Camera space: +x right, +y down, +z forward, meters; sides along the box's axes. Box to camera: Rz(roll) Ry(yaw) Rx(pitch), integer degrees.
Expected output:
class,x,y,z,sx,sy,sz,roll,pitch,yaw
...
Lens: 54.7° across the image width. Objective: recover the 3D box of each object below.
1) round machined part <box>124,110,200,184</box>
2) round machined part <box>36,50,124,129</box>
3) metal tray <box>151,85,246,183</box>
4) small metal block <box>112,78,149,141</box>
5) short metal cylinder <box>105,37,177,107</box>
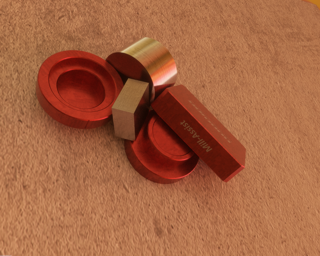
class,x,y,z,sx,sy,sz,roll,pitch,yaw
round machined part,0.008,0.017,0.390,0.099,0.042,0.098,14,56,-21
round machined part,-0.095,-0.041,0.369,0.099,0.042,0.098,14,56,-21
metal tray,0.055,0.001,0.404,0.130,0.030,0.090,46,19,3
small metal block,-0.033,-0.021,0.363,0.025,0.050,0.050,15,52,9
short metal cylinder,-0.025,-0.070,0.401,0.080,0.080,0.050,44,51,2
